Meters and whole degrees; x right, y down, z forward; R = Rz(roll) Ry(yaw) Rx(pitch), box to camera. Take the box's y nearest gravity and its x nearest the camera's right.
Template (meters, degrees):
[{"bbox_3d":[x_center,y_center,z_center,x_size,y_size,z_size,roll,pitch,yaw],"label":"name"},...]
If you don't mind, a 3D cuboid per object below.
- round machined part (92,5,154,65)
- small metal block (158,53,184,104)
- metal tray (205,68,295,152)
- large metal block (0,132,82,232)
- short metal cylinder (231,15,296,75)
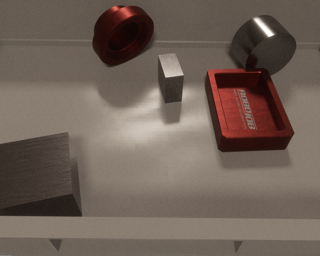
[{"bbox_3d":[-0.061,-0.147,0.476,0.099,0.098,0.042,-30,72,-23],"label":"round machined part"},{"bbox_3d":[0.015,-0.072,0.450,0.025,0.050,0.050,-9,51,-8],"label":"small metal block"},{"bbox_3d":[0.117,-0.029,0.427,0.091,0.030,0.130,-2,50,-2],"label":"metal tray"},{"bbox_3d":[-0.134,0.057,0.339,0.081,0.050,0.080,-11,51,-9],"label":"large metal block"},{"bbox_3d":[0.158,-0.124,0.476,0.081,0.080,0.050,-12,51,-11],"label":"short metal cylinder"}]
